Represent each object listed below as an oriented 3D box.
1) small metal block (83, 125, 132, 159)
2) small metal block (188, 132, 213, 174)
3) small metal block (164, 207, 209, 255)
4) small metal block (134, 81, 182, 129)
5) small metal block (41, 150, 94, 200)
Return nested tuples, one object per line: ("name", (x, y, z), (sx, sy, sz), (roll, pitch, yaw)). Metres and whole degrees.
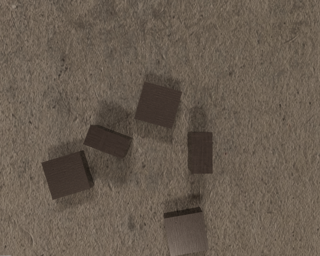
("small metal block", (-0.064, 0.017, 0.397), (0.050, 0.050, 0.025), (21, 90, -1))
("small metal block", (0.051, 0.030, 0.398), (0.025, 0.050, 0.050), (0, 90, 0))
("small metal block", (0.034, 0.137, 0.411), (0.050, 0.025, 0.050), (-10, 90, -1))
("small metal block", (-0.002, -0.029, 0.410), (0.050, 0.025, 0.050), (15, 90, -1))
("small metal block", (-0.121, 0.061, 0.408), (0.050, 0.025, 0.050), (-17, 90, -1))
